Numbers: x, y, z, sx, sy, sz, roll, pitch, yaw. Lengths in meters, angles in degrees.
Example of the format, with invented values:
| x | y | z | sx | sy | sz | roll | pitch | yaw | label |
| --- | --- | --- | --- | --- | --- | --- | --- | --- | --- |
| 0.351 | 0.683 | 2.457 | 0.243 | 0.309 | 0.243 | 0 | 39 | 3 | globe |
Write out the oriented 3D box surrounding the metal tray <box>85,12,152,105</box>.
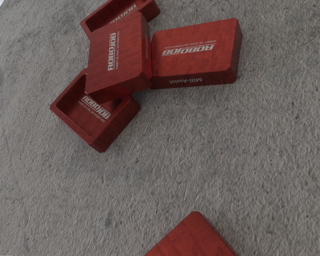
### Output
| x | y | z | sx | sy | sz | roll | pitch | yaw | label |
| --- | --- | --- | --- | --- | --- | --- | --- | --- | --- |
| -0.060 | -0.105 | 0.457 | 0.090 | 0.030 | 0.130 | -16 | 55 | 19 | metal tray |

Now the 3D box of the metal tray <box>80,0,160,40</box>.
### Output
| x | y | z | sx | sy | sz | roll | pitch | yaw | label |
| --- | --- | --- | --- | --- | --- | --- | --- | --- | --- |
| -0.075 | -0.201 | 0.562 | 0.130 | 0.030 | 0.090 | -36 | 51 | 4 | metal tray |

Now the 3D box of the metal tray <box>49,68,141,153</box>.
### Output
| x | y | z | sx | sy | sz | roll | pitch | yaw | label |
| --- | --- | --- | --- | --- | --- | --- | --- | --- | --- |
| -0.102 | -0.031 | 0.473 | 0.130 | 0.030 | 0.090 | 34 | 80 | 38 | metal tray |

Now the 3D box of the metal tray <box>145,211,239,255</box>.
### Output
| x | y | z | sx | sy | sz | roll | pitch | yaw | label |
| --- | --- | --- | --- | --- | --- | --- | --- | --- | --- |
| 0.018 | 0.157 | 0.295 | 0.130 | 0.030 | 0.090 | -42 | 51 | -1 | metal tray |

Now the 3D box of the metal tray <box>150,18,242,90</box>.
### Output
| x | y | z | sx | sy | sz | roll | pitch | yaw | label |
| --- | --- | --- | --- | --- | --- | --- | --- | --- | --- |
| 0.045 | -0.104 | 0.441 | 0.130 | 0.030 | 0.090 | -1 | 61 | 28 | metal tray |
